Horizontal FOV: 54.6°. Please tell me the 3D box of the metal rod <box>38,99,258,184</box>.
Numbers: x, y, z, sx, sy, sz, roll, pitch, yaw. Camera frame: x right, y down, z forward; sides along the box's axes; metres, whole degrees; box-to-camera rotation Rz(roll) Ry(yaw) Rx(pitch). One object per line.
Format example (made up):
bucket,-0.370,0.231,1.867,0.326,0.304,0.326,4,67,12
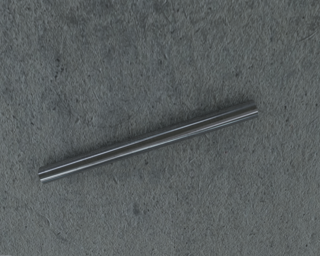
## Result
metal rod,-0.020,0.020,0.416,0.301,0.025,0.025,-18,109,6
